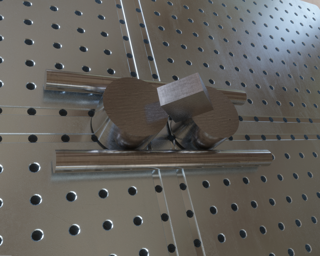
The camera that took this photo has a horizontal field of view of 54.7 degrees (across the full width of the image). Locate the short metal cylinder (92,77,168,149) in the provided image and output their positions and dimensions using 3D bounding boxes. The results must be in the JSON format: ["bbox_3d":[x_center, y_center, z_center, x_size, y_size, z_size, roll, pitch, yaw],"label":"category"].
[{"bbox_3d":[-0.037,-0.014,0.377,0.081,0.050,0.080,14,56,-21],"label":"short metal cylinder"}]

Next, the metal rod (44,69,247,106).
[{"bbox_3d":[-0.001,-0.053,0.436,0.303,0.025,0.025,2,61,-27],"label":"metal rod"}]

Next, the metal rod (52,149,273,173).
[{"bbox_3d":[0.024,0.040,0.392,0.303,0.025,0.025,2,61,-27],"label":"metal rod"}]

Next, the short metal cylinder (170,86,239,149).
[{"bbox_3d":[0.060,-0.011,0.427,0.081,0.050,0.080,14,56,-21],"label":"short metal cylinder"}]

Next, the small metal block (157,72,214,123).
[{"bbox_3d":[0.031,-0.034,0.366,0.050,0.050,0.025,45,29,-59],"label":"small metal block"}]
